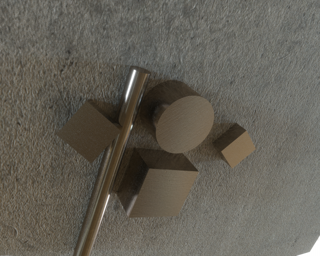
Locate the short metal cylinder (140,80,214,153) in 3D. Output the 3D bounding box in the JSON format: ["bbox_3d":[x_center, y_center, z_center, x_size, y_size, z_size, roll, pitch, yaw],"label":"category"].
[{"bbox_3d":[0.021,-0.015,0.395,0.081,0.050,0.079,-14,125,-21],"label":"short metal cylinder"}]

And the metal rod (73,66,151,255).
[{"bbox_3d":[-0.070,0.063,0.408,0.025,0.025,0.298,6,115,-32],"label":"metal rod"}]

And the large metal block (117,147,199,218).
[{"bbox_3d":[-0.004,0.078,0.438,0.081,0.050,0.079,9,114,-33],"label":"large metal block"}]

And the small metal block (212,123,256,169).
[{"bbox_3d":[0.118,0.029,0.492,0.050,0.025,0.050,-40,130,-2],"label":"small metal block"}]

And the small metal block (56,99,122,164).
[{"bbox_3d":[-0.079,0.003,0.353,0.050,0.025,0.050,42,94,-10],"label":"small metal block"}]
